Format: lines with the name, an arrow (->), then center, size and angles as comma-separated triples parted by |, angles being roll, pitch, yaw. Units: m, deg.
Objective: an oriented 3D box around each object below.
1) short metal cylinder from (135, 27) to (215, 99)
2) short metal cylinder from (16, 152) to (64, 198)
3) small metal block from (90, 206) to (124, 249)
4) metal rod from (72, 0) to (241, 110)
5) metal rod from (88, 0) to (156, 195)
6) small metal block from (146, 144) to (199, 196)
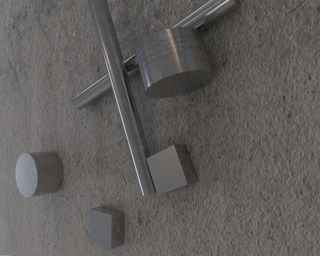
short metal cylinder -> 0.017, -0.072, 0.355 | 0.080, 0.081, 0.050 | -23, 76, 38
short metal cylinder -> -0.224, 0.084, 0.573 | 0.080, 0.050, 0.079 | 0, 90, 40
small metal block -> -0.081, 0.150, 0.472 | 0.050, 0.025, 0.050 | 1, 91, 40
metal rod -> -0.027, -0.093, 0.427 | 0.299, 0.025, 0.025 | -25, 74, 37
metal rod -> -0.053, -0.057, 0.419 | 0.025, 0.025, 0.298 | -17, 88, 39
small metal block -> 0.015, 0.053, 0.393 | 0.050, 0.025, 0.050 | -30, 72, 36
